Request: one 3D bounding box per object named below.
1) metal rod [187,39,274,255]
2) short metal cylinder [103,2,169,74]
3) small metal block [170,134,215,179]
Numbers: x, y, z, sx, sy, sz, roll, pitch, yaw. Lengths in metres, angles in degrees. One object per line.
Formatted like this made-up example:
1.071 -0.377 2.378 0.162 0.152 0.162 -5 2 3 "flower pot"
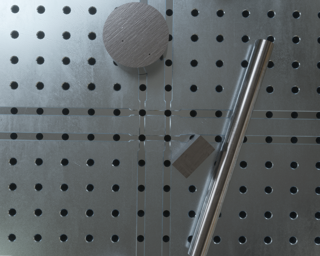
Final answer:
0.095 0.028 0.414 0.025 0.025 0.298 18 90 -1 "metal rod"
-0.029 -0.113 0.400 0.081 0.050 0.079 0 90 -1 "short metal cylinder"
0.041 0.035 0.402 0.025 0.050 0.050 44 90 -1 "small metal block"
